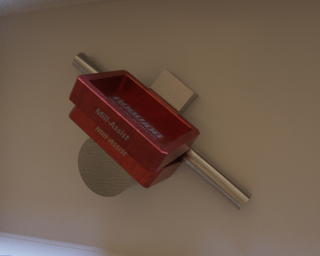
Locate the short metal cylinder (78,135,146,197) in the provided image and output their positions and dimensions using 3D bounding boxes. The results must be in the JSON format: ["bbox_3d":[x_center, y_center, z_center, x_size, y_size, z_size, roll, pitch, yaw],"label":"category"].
[{"bbox_3d":[-0.060,0.045,0.410,0.080,0.050,0.079,4,98,24],"label":"short metal cylinder"}]

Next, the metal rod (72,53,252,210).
[{"bbox_3d":[-0.007,-0.005,0.412,0.300,0.025,0.025,41,103,15],"label":"metal rod"}]

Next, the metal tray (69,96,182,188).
[{"bbox_3d":[-0.039,0.014,0.387,0.130,0.090,0.030,41,103,15],"label":"metal tray"}]

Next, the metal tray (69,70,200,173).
[{"bbox_3d":[-0.027,-0.015,0.356,0.130,0.091,0.030,41,120,15],"label":"metal tray"}]

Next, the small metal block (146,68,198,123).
[{"bbox_3d":[0.013,-0.041,0.404,0.050,0.025,0.050,42,103,14],"label":"small metal block"}]
